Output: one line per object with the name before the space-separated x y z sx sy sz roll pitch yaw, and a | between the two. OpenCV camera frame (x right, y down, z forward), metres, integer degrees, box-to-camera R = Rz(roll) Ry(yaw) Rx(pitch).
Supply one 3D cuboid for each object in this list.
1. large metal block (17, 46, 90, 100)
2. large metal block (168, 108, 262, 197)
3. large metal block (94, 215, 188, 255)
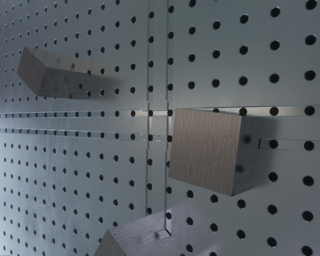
large metal block | -0.180 -0.092 0.524 0.080 0.081 0.050 40 114 33
large metal block | 0.060 0.022 0.344 0.080 0.050 0.080 10 97 39
large metal block | -0.023 0.165 0.394 0.080 0.081 0.050 41 115 32
